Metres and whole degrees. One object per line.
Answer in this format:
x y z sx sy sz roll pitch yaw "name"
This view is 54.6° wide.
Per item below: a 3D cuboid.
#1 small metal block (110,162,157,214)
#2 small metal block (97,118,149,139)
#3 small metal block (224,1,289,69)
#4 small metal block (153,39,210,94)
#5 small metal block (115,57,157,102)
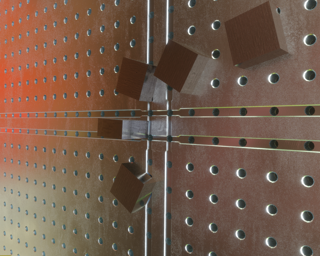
-0.039 0.084 0.443 0.050 0.025 0.050 37 113 34 "small metal block"
-0.052 0.000 0.437 0.050 0.050 0.025 6 94 40 "small metal block"
0.101 -0.096 0.327 0.050 0.025 0.050 -16 80 39 "small metal block"
0.026 -0.077 0.389 0.050 0.025 0.050 38 114 33 "small metal block"
-0.032 -0.069 0.437 0.050 0.025 0.050 25 105 37 "small metal block"
